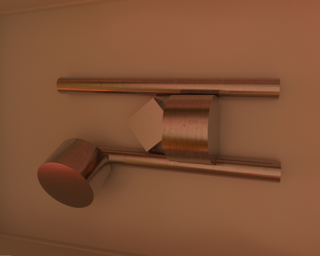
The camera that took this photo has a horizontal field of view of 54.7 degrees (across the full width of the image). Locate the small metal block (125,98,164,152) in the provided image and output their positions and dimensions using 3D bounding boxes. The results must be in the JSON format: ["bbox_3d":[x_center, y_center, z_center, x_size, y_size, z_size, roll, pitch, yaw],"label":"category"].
[{"bbox_3d":[-0.009,-0.004,0.411,0.050,0.025,0.050,-39,78,15],"label":"small metal block"}]

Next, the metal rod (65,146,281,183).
[{"bbox_3d":[-0.002,0.043,0.408,0.301,0.025,0.025,3,91,19],"label":"metal rod"}]

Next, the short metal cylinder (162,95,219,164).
[{"bbox_3d":[0.039,0.001,0.365,0.050,0.080,0.079,2,91,20],"label":"short metal cylinder"}]

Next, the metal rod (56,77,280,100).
[{"bbox_3d":[-0.003,-0.054,0.409,0.301,0.025,0.025,4,91,19],"label":"metal rod"}]

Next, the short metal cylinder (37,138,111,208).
[{"bbox_3d":[-0.114,0.061,0.416,0.080,0.050,0.079,10,127,14],"label":"short metal cylinder"}]
